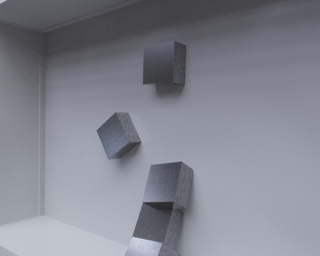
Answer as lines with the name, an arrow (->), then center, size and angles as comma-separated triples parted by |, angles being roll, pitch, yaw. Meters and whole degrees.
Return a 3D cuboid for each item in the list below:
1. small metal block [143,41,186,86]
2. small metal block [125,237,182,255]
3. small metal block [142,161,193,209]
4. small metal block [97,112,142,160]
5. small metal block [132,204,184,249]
small metal block -> 0.005, -0.081, 0.401 | 0.050, 0.025, 0.050 | 3, 92, 39
small metal block -> -0.004, 0.151, 0.355 | 0.050, 0.050, 0.025 | -9, 46, 45
small metal block -> 0.010, 0.072, 0.383 | 0.050, 0.025, 0.050 | -12, 53, 39
small metal block -> -0.061, 0.012, 0.455 | 0.050, 0.025, 0.050 | -39, 67, 33
small metal block -> -0.003, 0.126, 0.394 | 0.050, 0.025, 0.050 | -2, 60, 39
